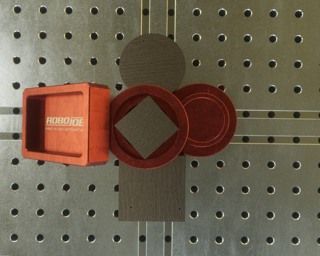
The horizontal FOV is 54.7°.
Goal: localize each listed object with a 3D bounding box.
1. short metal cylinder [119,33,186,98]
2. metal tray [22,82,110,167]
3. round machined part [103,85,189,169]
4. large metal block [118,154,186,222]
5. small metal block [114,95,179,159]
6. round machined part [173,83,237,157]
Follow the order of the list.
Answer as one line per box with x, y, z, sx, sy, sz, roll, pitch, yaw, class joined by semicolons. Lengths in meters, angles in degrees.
-0.009;-0.075;0.400;0.081;0.050;0.080;0;90;0;short metal cylinder
-0.117;-0.005;0.374;0.130;0.030;0.089;1;90;37;metal tray
-0.016;-0.001;0.376;0.099;0.042;0.097;0;90;0;round machined part
-0.009;0.073;0.398;0.081;0.050;0.080;1;90;0;large metal block
-0.015;-0.001;0.351;0.050;0.025;0.050;-42;90;0;small metal block
0.052;-0.010;0.404;0.099;0.042;0.097;0;90;0;round machined part
